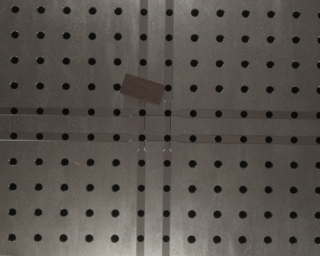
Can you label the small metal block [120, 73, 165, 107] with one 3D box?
[{"bbox_3d":[-0.021,-0.048,0.401,0.050,0.050,0.025,17,90,-1],"label":"small metal block"}]
